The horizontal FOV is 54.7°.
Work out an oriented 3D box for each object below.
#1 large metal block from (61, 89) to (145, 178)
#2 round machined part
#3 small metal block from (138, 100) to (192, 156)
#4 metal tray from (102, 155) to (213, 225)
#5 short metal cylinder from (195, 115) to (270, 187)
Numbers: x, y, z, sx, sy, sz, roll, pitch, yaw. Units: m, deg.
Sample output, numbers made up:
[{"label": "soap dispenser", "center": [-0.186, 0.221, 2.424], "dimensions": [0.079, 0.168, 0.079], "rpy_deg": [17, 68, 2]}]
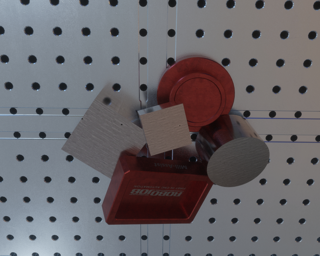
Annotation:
[{"label": "large metal block", "center": [-0.066, 0.009, 0.403], "dimensions": [0.080, 0.050, 0.080], "rpy_deg": [34, 106, -12]}, {"label": "round machined part", "center": [0.046, -0.040, 0.390], "dimensions": [0.099, 0.042, 0.097], "rpy_deg": [0, 110, 0]}, {"label": "small metal block", "center": [0.005, -0.001, 0.364], "dimensions": [0.050, 0.025, 0.050], "rpy_deg": [-16, 107, -6]}, {"label": "metal tray", "center": [-0.001, 0.086, 0.412], "dimensions": [0.131, 0.030, 0.089], "rpy_deg": [8, 119, -27]}, {"label": "short metal cylinder", "center": [0.092, 0.030, 0.400], "dimensions": [0.081, 0.050, 0.079], "rpy_deg": [-6, 125, -9]}]
